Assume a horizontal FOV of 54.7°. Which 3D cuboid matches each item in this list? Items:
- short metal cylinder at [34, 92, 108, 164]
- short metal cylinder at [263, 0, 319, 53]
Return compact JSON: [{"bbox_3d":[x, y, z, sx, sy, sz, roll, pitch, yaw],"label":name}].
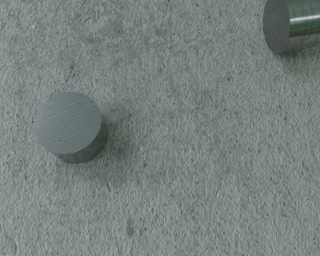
[{"bbox_3d":[-0.110,0.001,0.394,0.081,0.050,0.080,0,70,0],"label":"short metal cylinder"},{"bbox_3d":[0.186,-0.149,0.435,0.050,0.080,0.080,-10,71,-4],"label":"short metal cylinder"}]
